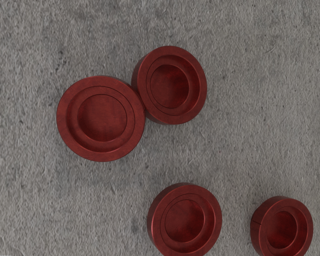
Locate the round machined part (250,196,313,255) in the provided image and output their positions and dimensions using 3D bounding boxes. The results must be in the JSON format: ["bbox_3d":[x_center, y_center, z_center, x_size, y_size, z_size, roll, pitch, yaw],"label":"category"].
[{"bbox_3d":[0.176,0.150,0.465,0.099,0.042,0.097,0,90,-20],"label":"round machined part"}]

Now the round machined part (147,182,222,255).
[{"bbox_3d":[0.029,0.121,0.411,0.099,0.042,0.097,0,90,-20],"label":"round machined part"}]

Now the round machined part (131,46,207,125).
[{"bbox_3d":[0.008,-0.052,0.399,0.099,0.042,0.097,1,87,-27],"label":"round machined part"}]

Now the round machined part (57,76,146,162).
[{"bbox_3d":[-0.065,-0.013,0.363,0.099,0.042,0.097,0,102,0],"label":"round machined part"}]
